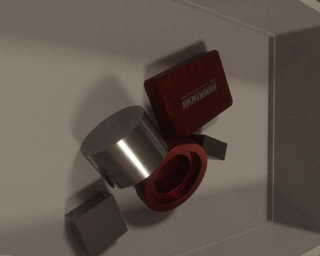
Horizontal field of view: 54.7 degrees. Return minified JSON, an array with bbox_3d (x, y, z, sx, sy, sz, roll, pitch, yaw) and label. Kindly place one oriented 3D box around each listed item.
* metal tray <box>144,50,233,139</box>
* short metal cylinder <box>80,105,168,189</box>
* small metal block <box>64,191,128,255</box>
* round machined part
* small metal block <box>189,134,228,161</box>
[{"bbox_3d":[0.046,-0.049,0.444,0.131,0.030,0.090,-33,111,-35],"label":"metal tray"},{"bbox_3d":[-0.039,0.020,0.340,0.080,0.080,0.050,-49,119,-29],"label":"short metal cylinder"},{"bbox_3d":[-0.071,0.107,0.349,0.050,0.025,0.050,-31,109,-36],"label":"small metal block"},{"bbox_3d":[0.009,0.053,0.390,0.099,0.042,0.097,-21,128,-30],"label":"round machined part"},{"bbox_3d":[0.059,0.027,0.442,0.050,0.050,0.025,20,77,-39],"label":"small metal block"}]
